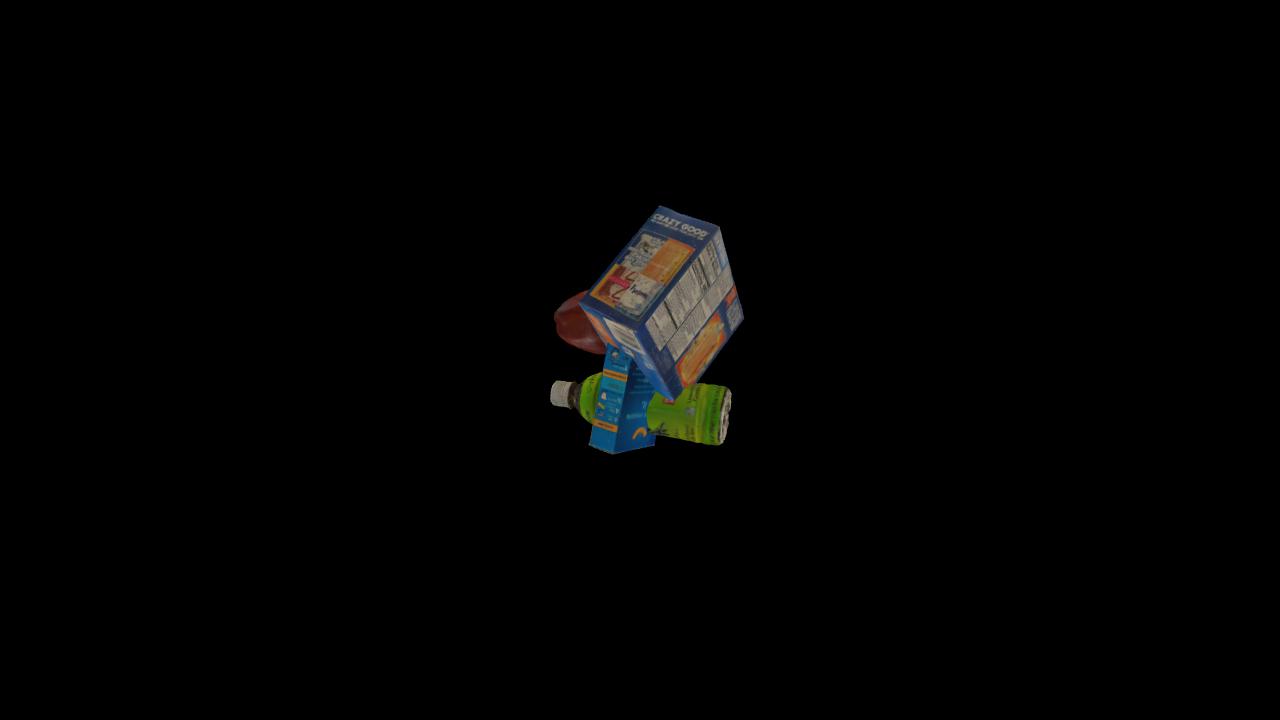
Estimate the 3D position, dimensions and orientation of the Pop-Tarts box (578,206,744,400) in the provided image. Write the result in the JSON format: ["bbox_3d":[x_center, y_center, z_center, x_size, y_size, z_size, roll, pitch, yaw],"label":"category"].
[{"bbox_3d":[0.031,-0.053,0.668,0.083,0.141,0.167,30,-16,30],"label":"Pop-Tarts box"}]

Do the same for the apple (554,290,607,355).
[{"bbox_3d":[-0.049,-0.045,0.710,0.093,0.079,0.079,-3,-1,15],"label":"apple"}]

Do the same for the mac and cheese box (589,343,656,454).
[{"bbox_3d":[-0.002,0.007,0.684,0.041,0.184,0.093,15,7,29],"label":"mac and cheese box"}]

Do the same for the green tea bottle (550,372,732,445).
[{"bbox_3d":[-0.003,0.053,0.722,0.212,0.073,0.073,5,2,16],"label":"green tea bottle"}]
